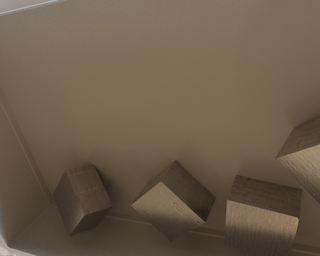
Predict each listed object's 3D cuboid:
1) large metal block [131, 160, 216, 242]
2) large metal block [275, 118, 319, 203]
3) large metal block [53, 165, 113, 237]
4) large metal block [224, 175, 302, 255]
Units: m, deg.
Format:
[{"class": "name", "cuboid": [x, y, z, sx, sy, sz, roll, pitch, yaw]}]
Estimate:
[{"class": "large metal block", "cuboid": [0.019, 0.107, 0.448, 0.080, 0.050, 0.080, 43, 129, -2]}, {"class": "large metal block", "cuboid": [0.178, 0.032, 0.301, 0.080, 0.050, 0.080, 45, 151, -3]}, {"class": "large metal block", "cuboid": [-0.130, 0.120, 0.514, 0.080, 0.050, 0.080, 59, 134, 24]}, {"class": "large metal block", "cuboid": [0.130, 0.115, 0.395, 0.080, 0.050, 0.079, 10, 123, 23]}]
